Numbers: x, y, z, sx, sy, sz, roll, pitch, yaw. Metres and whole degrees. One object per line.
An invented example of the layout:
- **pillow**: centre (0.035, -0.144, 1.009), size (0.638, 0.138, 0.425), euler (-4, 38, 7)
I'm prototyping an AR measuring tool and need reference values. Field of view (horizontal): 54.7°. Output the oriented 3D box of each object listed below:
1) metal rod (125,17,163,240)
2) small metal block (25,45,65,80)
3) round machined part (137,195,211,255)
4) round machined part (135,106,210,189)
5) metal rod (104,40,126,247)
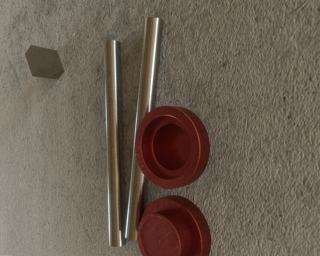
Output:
- **metal rod**: centre (-0.022, 0.004, 0.423), size (0.025, 0.025, 0.298), euler (9, 96, 39)
- **small metal block**: centre (-0.208, -0.118, 0.561), size (0.025, 0.050, 0.050), euler (-39, 67, 33)
- **round machined part**: centre (0.010, 0.136, 0.385), size (0.098, 0.042, 0.097), euler (0, 90, 40)
- **round machined part**: centre (0.019, 0.023, 0.378), size (0.098, 0.042, 0.097), euler (0, 90, 40)
- **metal rod**: centre (-0.067, 0.021, 0.460), size (0.025, 0.025, 0.298), euler (-3, 88, 40)
